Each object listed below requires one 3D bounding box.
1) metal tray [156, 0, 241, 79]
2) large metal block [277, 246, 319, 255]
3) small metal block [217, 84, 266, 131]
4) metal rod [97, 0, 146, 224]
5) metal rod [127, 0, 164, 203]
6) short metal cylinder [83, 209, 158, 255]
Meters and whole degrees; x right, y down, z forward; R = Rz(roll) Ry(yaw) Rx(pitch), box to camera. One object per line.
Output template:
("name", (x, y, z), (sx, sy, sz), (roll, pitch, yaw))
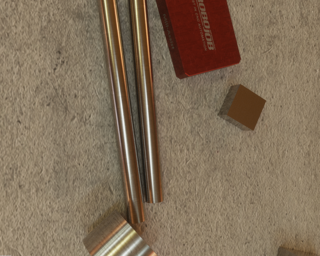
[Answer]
("metal tray", (0.052, -0.141, 0.427), (0.091, 0.030, 0.129), (-18, 96, -20))
("large metal block", (0.224, 0.239, 0.481), (0.081, 0.050, 0.080), (18, 84, -20))
("small metal block", (0.121, -0.029, 0.455), (0.050, 0.025, 0.050), (28, 81, -18))
("metal rod", (-0.049, -0.029, 0.391), (0.025, 0.025, 0.298), (-8, 93, -20))
("metal rod", (-0.020, -0.053, 0.402), (0.025, 0.025, 0.298), (-6, 92, -20))
("short metal cylinder", (-0.044, 0.143, 0.364), (0.050, 0.080, 0.080), (-42, 104, -15))
